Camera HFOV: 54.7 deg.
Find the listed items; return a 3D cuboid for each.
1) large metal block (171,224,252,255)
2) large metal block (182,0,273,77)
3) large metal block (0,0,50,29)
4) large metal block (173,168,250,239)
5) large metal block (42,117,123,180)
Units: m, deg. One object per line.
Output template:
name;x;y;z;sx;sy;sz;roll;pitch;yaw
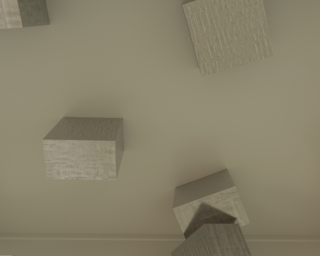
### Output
large metal block;0.062;0.165;0.353;0.050;0.080;0.080;10;134;-28
large metal block;0.075;-0.113;0.355;0.080;0.050;0.080;-16;110;8
large metal block;-0.175;-0.133;0.331;0.080;0.080;0.050;-3;110;1
large metal block;0.066;0.101;0.415;0.080;0.080;0.050;-22;95;7
large metal block;-0.091;0.023;0.389;0.081;0.080;0.050;1;110;-1
